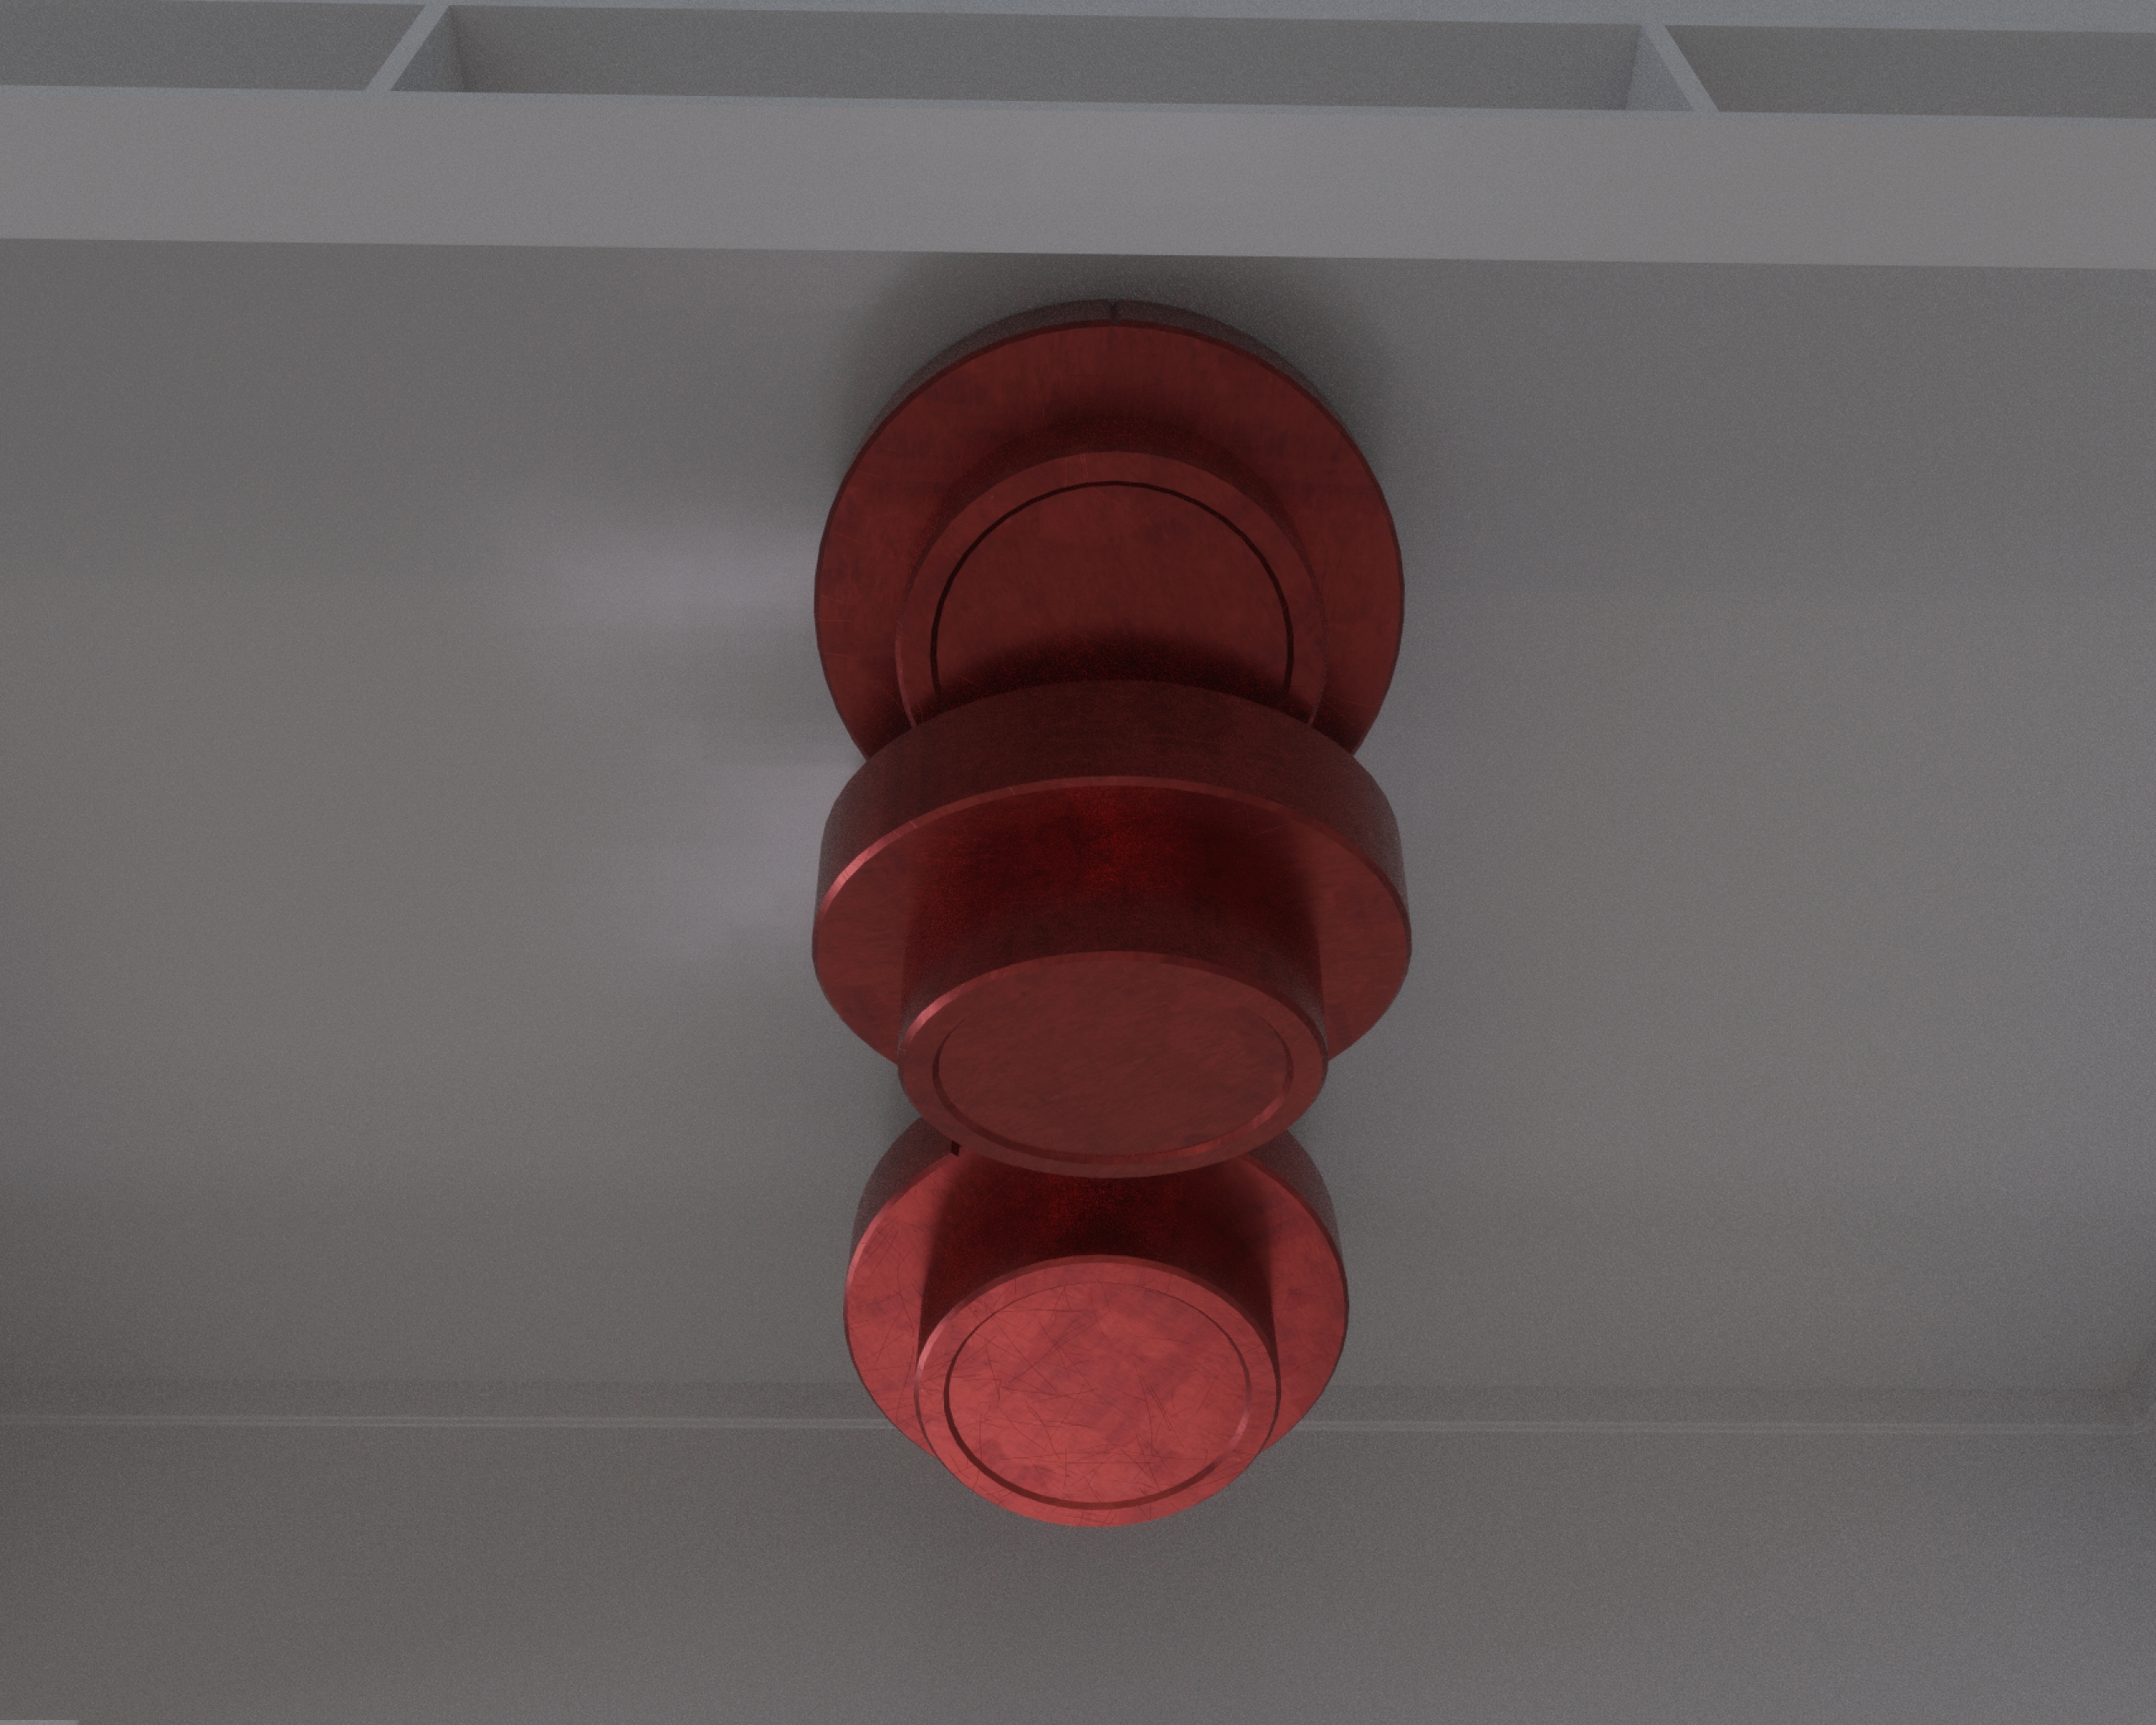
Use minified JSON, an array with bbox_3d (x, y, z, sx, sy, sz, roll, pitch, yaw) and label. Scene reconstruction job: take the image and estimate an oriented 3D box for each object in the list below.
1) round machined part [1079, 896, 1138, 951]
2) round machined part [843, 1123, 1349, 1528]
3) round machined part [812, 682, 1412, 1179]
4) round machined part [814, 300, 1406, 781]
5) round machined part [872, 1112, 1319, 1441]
[{"bbox_3d":[0.002,0.018,0.411,0.099,0.042,0.097,0,129,0],"label":"round machined part"},{"bbox_3d":[0.004,0.090,0.405,0.099,0.042,0.097,0,119,0],"label":"round machined part"},{"bbox_3d":[0.005,0.018,0.344,0.099,0.042,0.097,0,143,0],"label":"round machined part"},{"bbox_3d":[0.005,-0.041,0.347,0.099,0.042,0.097,0,114,-1],"label":"round machined part"},{"bbox_3d":[0.004,0.096,0.460,0.099,0.042,0.098,0,145,0],"label":"round machined part"}]
